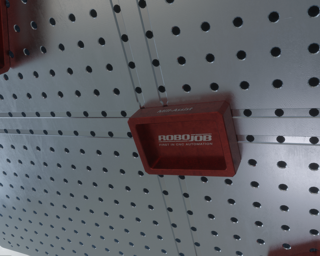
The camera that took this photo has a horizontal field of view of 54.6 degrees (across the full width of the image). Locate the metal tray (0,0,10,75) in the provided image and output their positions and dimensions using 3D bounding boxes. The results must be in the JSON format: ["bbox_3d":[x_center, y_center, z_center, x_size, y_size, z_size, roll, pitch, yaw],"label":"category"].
[{"bbox_3d":[-0.257,-0.126,0.427,0.030,0.090,0.129,26,128,12],"label":"metal tray"}]

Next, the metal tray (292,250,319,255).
[{"bbox_3d":[0.222,0.238,0.438,0.130,0.030,0.090,49,129,-7],"label":"metal tray"}]

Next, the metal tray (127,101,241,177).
[{"bbox_3d":[0.030,0.017,0.402,0.130,0.030,0.090,-3,117,29],"label":"metal tray"}]
